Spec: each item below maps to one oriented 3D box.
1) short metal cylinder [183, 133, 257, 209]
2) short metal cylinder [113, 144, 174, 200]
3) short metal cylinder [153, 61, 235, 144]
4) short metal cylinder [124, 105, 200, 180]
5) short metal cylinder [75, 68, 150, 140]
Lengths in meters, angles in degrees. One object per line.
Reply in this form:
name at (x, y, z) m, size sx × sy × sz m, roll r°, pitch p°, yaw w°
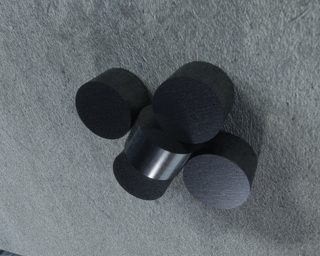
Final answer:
short metal cylinder at (0.075, 0.052, 0.383) m, size 0.080 × 0.050 × 0.079 m, roll 13°, pitch 124°, yaw 20°
short metal cylinder at (-0.018, 0.053, 0.432) m, size 0.080 × 0.050 × 0.079 m, roll 13°, pitch 124°, yaw 20°
short metal cylinder at (0.039, -0.029, 0.350) m, size 0.080 × 0.050 × 0.079 m, roll 13°, pitch 124°, yaw 20°
short metal cylinder at (0.003, 0.016, 0.380) m, size 0.080 × 0.080 × 0.050 m, roll 34°, pitch 129°, yaw 5°
short metal cylinder at (-0.061, -0.032, 0.402) m, size 0.080 × 0.050 × 0.079 m, roll 13°, pitch 124°, yaw 20°
